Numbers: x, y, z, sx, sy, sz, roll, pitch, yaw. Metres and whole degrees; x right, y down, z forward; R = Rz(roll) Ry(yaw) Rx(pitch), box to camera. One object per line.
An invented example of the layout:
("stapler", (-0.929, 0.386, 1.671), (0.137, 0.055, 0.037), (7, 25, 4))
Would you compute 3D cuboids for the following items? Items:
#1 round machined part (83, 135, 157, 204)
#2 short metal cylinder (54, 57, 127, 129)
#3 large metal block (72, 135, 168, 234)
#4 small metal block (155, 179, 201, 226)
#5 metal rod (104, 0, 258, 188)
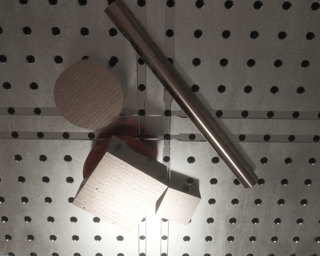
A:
("round machined part", (-0.051, 0.055, 0.424), (0.099, 0.042, 0.097), (0, 110, -1))
("short metal cylinder", (-0.083, -0.044, 0.383), (0.081, 0.050, 0.079), (0, 110, -1))
("large metal block", (-0.047, 0.069, 0.380), (0.080, 0.050, 0.080), (32, 107, -12))
("small metal block", (0.026, 0.109, 0.454), (0.050, 0.025, 0.050), (21, 109, -8))
("metal rod", (0.037, -0.033, 0.401), (0.025, 0.025, 0.300), (-36, 107, 12))
